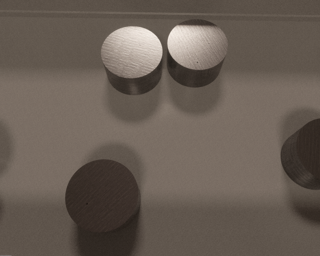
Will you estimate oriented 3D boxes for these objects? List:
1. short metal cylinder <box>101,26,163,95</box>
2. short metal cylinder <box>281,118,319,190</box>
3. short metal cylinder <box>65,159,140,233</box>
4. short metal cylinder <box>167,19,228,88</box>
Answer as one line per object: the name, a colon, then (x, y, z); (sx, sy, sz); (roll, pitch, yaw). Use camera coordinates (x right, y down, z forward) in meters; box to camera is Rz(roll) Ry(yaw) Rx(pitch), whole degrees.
short metal cylinder: (-0.037, -0.092, 0.430); (0.081, 0.050, 0.080); (0, 70, 0)
short metal cylinder: (0.200, 0.034, 0.387); (0.081, 0.050, 0.080); (0, 70, 0)
short metal cylinder: (-0.064, 0.082, 0.366); (0.081, 0.050, 0.080); (0, 70, 0)
short metal cylinder: (0.050, -0.104, 0.435); (0.081, 0.050, 0.080); (0, 70, 0)
